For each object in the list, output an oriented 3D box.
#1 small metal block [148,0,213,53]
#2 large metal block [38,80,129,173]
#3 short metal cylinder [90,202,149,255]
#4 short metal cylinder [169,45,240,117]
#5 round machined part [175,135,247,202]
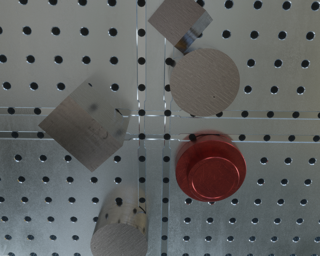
[{"bbox_3d":[0.023,-0.123,0.355,0.050,0.025,0.050,-47,67,15],"label":"small metal block"},{"bbox_3d":[-0.088,-0.005,0.381,0.050,0.080,0.080,-41,105,13],"label":"large metal block"},{"bbox_3d":[-0.057,0.158,0.458,0.081,0.050,0.079,0,110,-1],"label":"short metal cylinder"},{"bbox_3d":[0.051,-0.060,0.379,0.081,0.050,0.079,0,110,-1],"label":"short metal cylinder"},{"bbox_3d":[0.071,0.062,0.428,0.099,0.042,0.097,0,110,-1],"label":"round machined part"}]
